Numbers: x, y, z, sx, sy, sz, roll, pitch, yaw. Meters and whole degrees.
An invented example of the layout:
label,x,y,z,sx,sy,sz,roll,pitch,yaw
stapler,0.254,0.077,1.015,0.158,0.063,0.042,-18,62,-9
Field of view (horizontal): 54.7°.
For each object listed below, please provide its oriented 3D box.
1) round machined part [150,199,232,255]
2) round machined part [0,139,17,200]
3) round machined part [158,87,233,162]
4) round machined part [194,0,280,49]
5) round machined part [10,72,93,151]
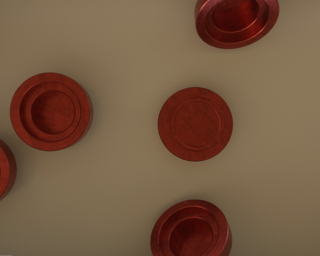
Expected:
label,x,y,z,sx,sy,sz,roll,pitch,yaw
round machined part,0.041,0.141,0.385,0.098,0.098,0.042,-26,125,0
round machined part,-0.234,0.054,0.401,0.099,0.042,0.097,0,90,0
round machined part,0.046,-0.005,0.403,0.099,0.042,0.097,0,90,0
round machined part,0.092,-0.147,0.382,0.099,0.098,0.042,-2,62,0
round machined part,-0.136,-0.020,0.402,0.099,0.042,0.097,0,90,0
